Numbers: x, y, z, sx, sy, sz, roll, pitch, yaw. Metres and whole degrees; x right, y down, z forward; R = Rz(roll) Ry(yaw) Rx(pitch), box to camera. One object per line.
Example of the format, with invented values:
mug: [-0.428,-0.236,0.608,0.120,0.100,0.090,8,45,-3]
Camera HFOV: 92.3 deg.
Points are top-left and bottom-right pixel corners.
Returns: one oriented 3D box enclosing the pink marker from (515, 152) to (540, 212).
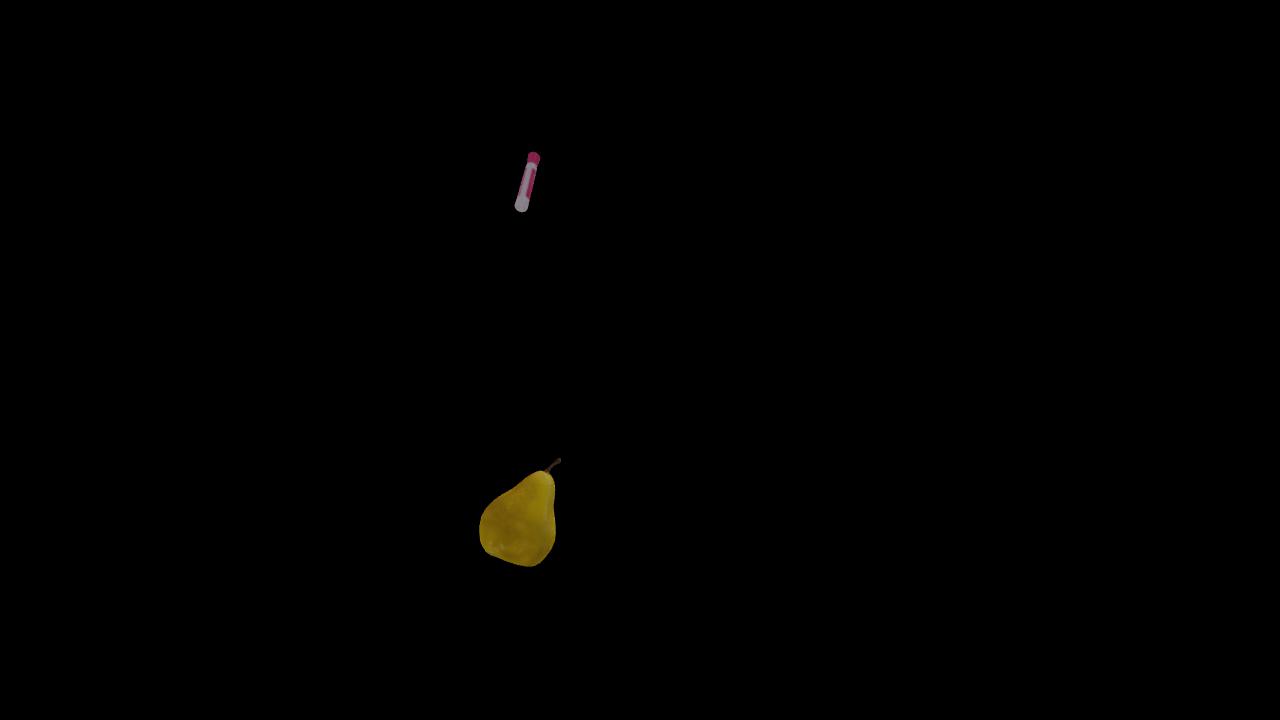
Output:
pink marker: [-0.164,-0.265,0.905,0.020,0.121,0.020,3,-36,2]

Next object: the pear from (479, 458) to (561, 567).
pear: [-0.116,0.149,0.627,0.080,0.111,0.080,15,-19,5]
